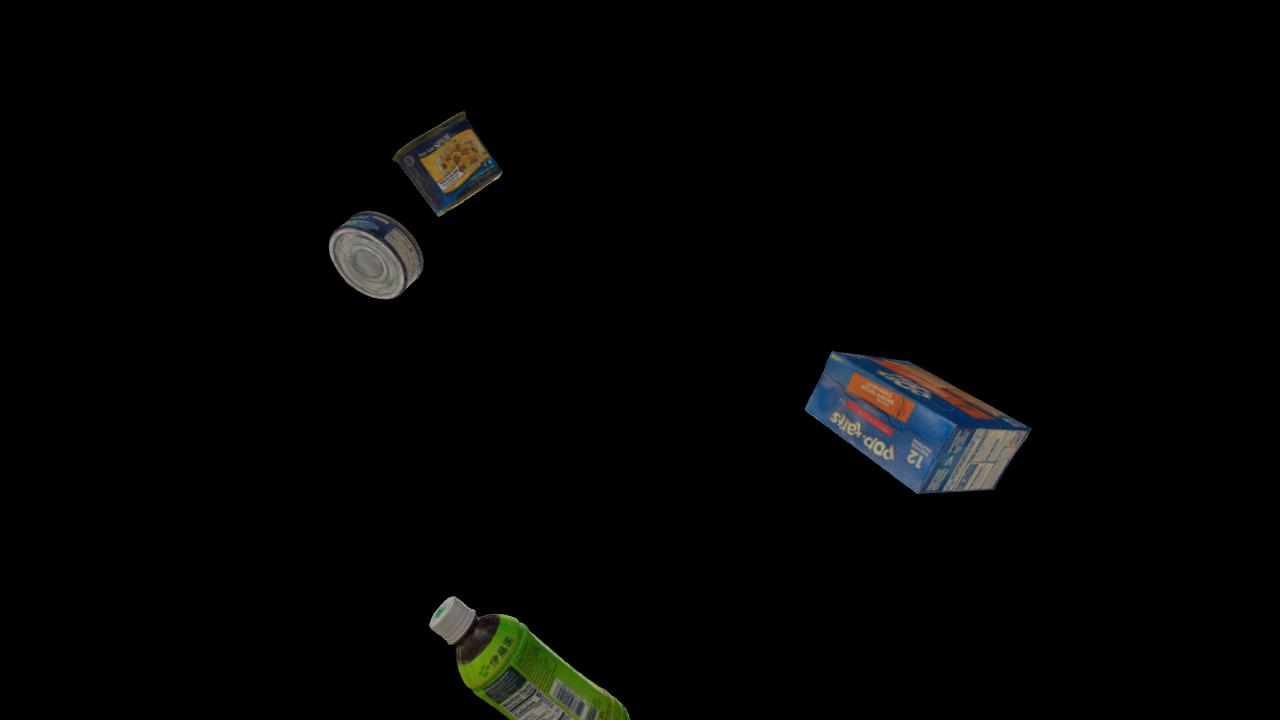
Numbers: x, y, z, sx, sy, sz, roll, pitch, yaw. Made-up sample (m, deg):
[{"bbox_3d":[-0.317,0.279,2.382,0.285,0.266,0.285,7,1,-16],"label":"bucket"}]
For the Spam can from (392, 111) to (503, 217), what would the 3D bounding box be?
[{"bbox_3d":[-0.232,-0.238,0.754,0.101,0.085,0.058,-43,21,-23],"label":"Spam can"}]

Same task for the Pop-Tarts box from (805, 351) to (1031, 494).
[{"bbox_3d":[0.298,0.064,0.674,0.141,0.083,0.167,5,22,-32],"label":"Pop-Tarts box"}]

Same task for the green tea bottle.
[{"bbox_3d":[-0.100,0.288,0.555,0.073,0.212,0.073,-38,17,13],"label":"green tea bottle"}]

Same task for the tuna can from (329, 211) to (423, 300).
[{"bbox_3d":[-0.261,-0.102,0.607,0.084,0.084,0.034,0,39,20],"label":"tuna can"}]
